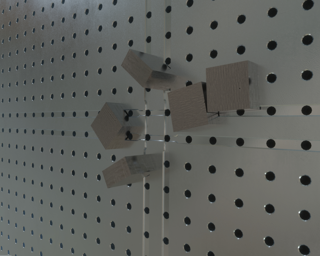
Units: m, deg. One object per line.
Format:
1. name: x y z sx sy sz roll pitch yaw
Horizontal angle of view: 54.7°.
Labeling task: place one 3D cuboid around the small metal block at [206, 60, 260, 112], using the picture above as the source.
1. small metal block: 0.080 -0.044 0.342 0.050 0.025 0.050 -3 88 39

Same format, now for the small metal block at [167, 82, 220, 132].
1. small metal block: 0.040 -0.024 0.375 0.050 0.025 0.050 -14 81 38

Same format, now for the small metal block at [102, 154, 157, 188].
1. small metal block: -0.042 0.059 0.425 0.050 0.050 0.025 -33 70 35

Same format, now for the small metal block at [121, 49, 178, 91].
1. small metal block: -0.013 -0.075 0.402 0.050 0.050 0.025 47 118 29

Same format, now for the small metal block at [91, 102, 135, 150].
1. small metal block: -0.072 -0.003 0.466 0.050 0.025 0.050 -51 60 27
